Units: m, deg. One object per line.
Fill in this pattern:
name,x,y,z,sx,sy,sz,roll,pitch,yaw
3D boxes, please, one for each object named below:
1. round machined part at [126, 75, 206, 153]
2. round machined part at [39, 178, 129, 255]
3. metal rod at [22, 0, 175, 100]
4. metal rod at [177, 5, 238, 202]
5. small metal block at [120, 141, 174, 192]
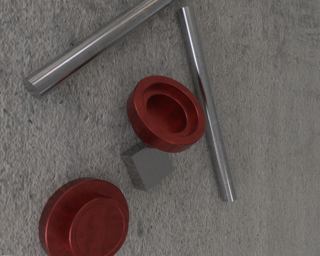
round machined part,0.004,-0.013,0.379,0.099,0.042,0.098,18,51,-24
round machined part,-0.073,0.105,0.332,0.099,0.042,0.097,0,90,-40
metal rod,-0.034,-0.132,0.375,0.301,0.025,0.025,-46,118,-30
metal rod,0.074,-0.028,0.466,0.025,0.025,0.298,-25,106,-37
small metal block,-0.015,0.044,0.392,0.050,0.025,0.050,-33,111,-35
